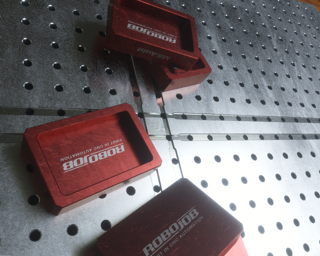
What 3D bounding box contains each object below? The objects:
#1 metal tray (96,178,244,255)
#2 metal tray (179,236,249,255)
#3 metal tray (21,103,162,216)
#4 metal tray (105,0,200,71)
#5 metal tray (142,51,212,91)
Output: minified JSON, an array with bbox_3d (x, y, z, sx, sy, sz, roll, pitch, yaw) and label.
[{"bbox_3d":[0.012,0.116,0.319,0.090,0.030,0.131,37,47,28],"label":"metal tray"},{"bbox_3d":[0.067,0.186,0.329,0.091,0.030,0.130,-4,64,-30],"label":"metal tray"},{"bbox_3d":[-0.073,0.029,0.348,0.131,0.030,0.090,-19,72,-36],"label":"metal tray"},{"bbox_3d":[-0.009,-0.140,0.447,0.131,0.030,0.090,11,57,-22],"label":"metal tray"},{"bbox_3d":[0.013,-0.126,0.490,0.091,0.030,0.130,-18,71,-35],"label":"metal tray"}]
